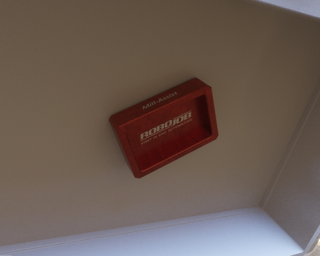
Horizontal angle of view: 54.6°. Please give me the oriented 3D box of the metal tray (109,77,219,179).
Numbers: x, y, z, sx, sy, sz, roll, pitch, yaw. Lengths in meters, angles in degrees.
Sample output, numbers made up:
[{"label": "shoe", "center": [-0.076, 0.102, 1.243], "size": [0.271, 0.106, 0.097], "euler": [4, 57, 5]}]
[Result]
[{"label": "metal tray", "center": [0.010, 0.000, 0.406], "size": [0.131, 0.030, 0.090], "euler": [-26, 128, -13]}]
